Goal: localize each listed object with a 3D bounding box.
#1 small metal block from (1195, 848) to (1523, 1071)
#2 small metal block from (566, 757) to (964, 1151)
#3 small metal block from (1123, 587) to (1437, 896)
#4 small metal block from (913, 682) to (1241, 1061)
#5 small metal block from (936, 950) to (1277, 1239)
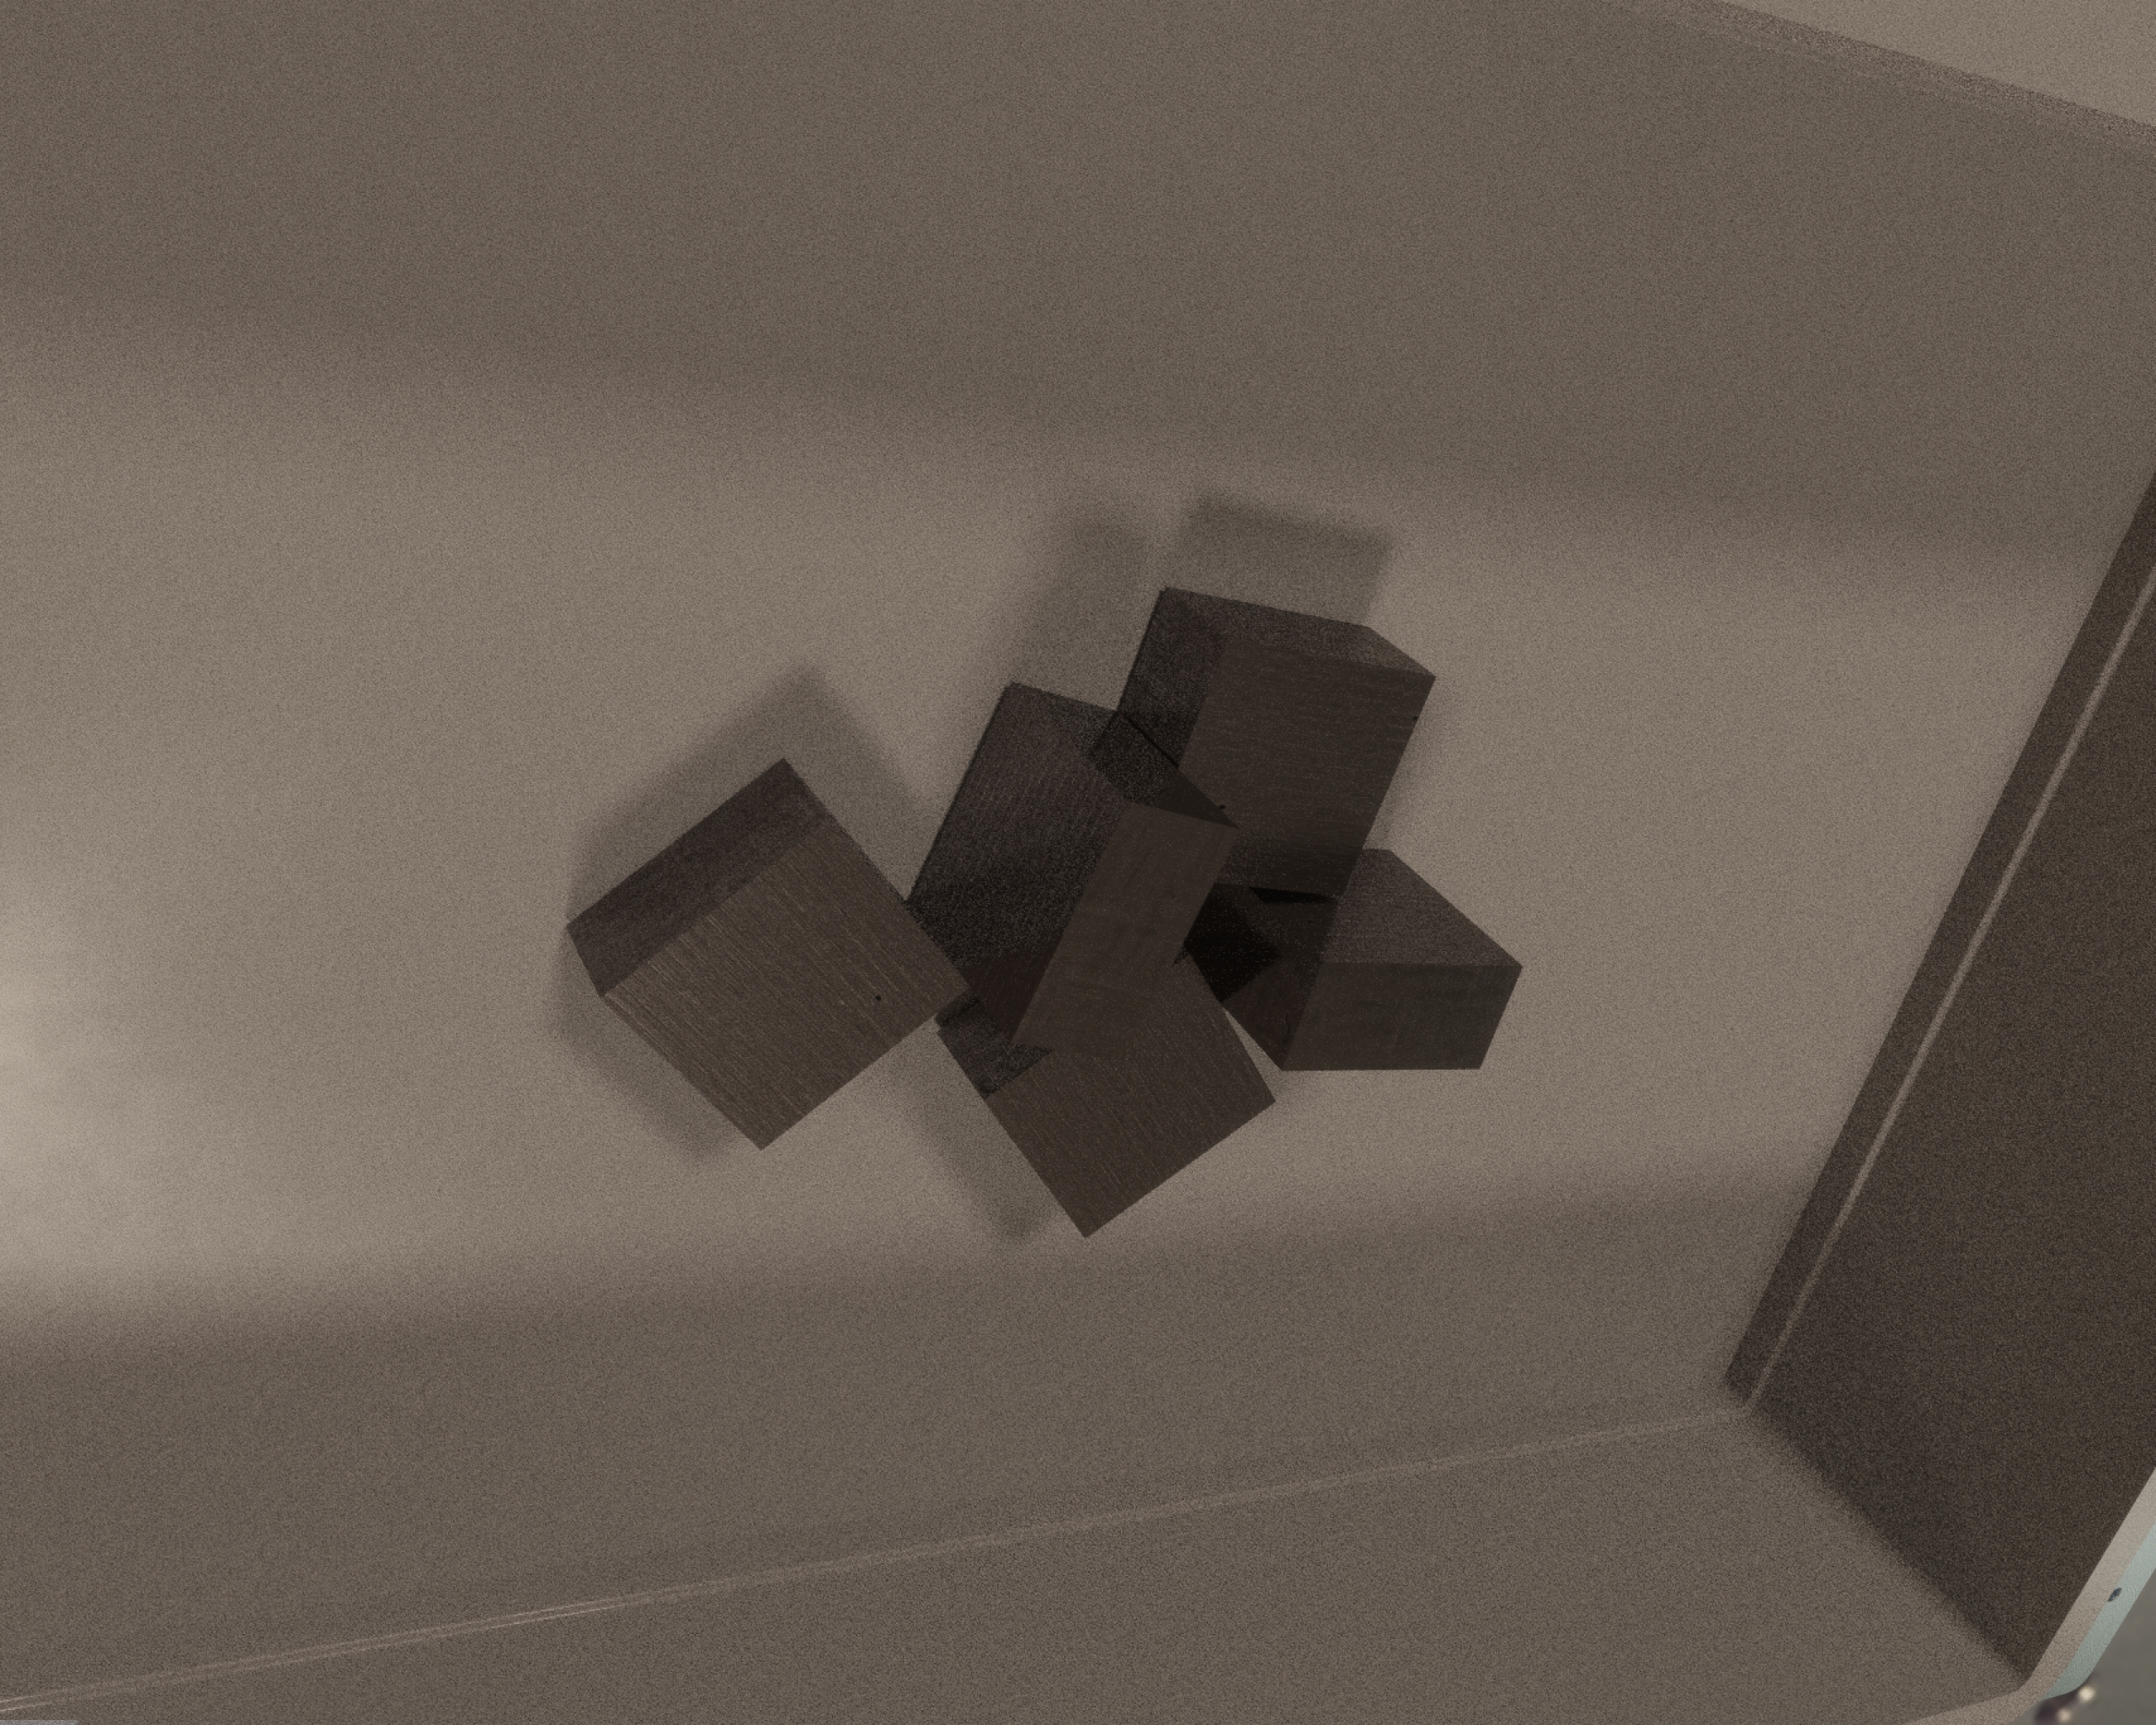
[{"bbox_3d":[0.054,0.019,0.433,0.050,0.050,0.025,3,117,-30],"label":"small metal block"},{"bbox_3d":[-0.057,0.018,0.387,0.050,0.025,0.050,-38,130,-3],"label":"small metal block"},{"bbox_3d":[0.035,-0.023,0.413,0.050,0.025,0.050,6,115,-32],"label":"small metal block"},{"bbox_3d":[-0.002,0.001,0.391,0.025,0.050,0.050,13,111,-34],"label":"small metal block"},{"bbox_3d":[0.007,0.043,0.438,0.050,0.025,0.050,-35,129,-5],"label":"small metal block"}]
